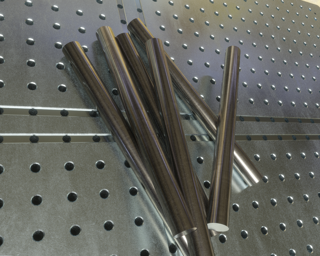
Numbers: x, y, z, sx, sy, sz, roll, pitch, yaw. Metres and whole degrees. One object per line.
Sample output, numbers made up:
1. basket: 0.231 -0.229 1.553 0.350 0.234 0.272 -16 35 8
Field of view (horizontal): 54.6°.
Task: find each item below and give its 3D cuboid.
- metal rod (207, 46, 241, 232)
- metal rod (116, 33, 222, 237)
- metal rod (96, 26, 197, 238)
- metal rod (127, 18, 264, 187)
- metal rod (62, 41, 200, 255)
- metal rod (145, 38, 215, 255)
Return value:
1. metal rod: 0.092 -0.009 0.428 0.025 0.025 0.300 24 53 -14
2. metal rod: 0.005 -0.003 0.411 0.025 0.025 0.299 -13 68 -33
3. metal rod: -0.028 -0.017 0.378 0.025 0.025 0.299 -5 57 -30
4. metal rod: 0.047 -0.044 0.459 0.025 0.025 0.300 -29 78 -37
5. metal rod: -0.039 0.017 0.376 0.025 0.025 0.299 -23 74 -36
6. metal rod: 0.019 0.012 0.376 0.025 0.025 0.299 2 61 -27
